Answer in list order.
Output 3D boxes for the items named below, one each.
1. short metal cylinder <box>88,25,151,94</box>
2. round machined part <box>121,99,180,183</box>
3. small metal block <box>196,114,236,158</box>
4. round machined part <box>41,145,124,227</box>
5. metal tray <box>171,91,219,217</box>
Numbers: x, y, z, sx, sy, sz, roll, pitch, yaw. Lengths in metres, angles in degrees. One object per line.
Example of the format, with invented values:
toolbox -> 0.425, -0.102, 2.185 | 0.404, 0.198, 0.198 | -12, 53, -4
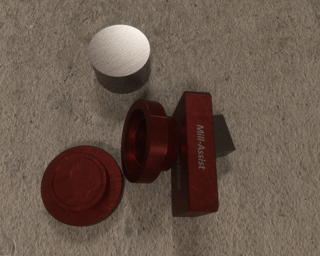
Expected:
short metal cylinder -> -0.053, -0.094, 0.429 | 0.081, 0.050, 0.080 | 0, 70, 0
round machined part -> -0.011, 0.017, 0.368 | 0.042, 0.098, 0.098 | 7, 68, -24
small metal block -> 0.062, 0.012, 0.396 | 0.050, 0.025, 0.050 | -7, 69, -25
round machined part -> -0.095, 0.067, 0.373 | 0.099, 0.042, 0.098 | 0, 70, -1
metal tray -> 0.036, 0.034, 0.359 | 0.030, 0.090, 0.130 | 3, 70, -8
